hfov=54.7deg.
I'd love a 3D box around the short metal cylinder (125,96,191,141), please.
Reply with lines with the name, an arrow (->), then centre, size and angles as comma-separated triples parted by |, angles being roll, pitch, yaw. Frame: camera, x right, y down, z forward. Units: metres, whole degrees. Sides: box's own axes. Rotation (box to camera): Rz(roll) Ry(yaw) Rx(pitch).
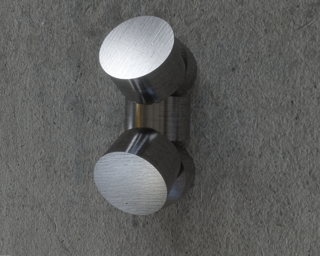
short metal cylinder -> -0.003, -0.011, 0.383 | 0.080, 0.080, 0.050 | 2, 91, 20

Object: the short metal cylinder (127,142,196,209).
short metal cylinder -> 0.000, 0.058, 0.397 | 0.080, 0.050, 0.080 | 0, 90, 20

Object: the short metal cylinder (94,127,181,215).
short metal cylinder -> -0.023, 0.046, 0.335 | 0.080, 0.050, 0.079 | 9, 121, 16

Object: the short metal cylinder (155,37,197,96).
short metal cylinder -> 0.003, -0.077, 0.396 | 0.080, 0.050, 0.080 | 0, 90, 20

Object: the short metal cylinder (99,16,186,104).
short metal cylinder -> -0.017, -0.072, 0.334 | 0.080, 0.050, 0.080 | -8, 62, 15
